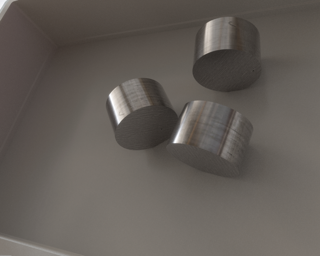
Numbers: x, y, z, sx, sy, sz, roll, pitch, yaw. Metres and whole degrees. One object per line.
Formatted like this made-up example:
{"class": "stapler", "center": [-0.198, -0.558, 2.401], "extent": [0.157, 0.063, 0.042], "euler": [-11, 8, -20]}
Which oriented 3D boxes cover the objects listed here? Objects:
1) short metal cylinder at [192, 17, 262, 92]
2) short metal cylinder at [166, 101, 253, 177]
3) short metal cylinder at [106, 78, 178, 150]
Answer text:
{"class": "short metal cylinder", "center": [0.082, -0.088, 0.381], "extent": [0.080, 0.080, 0.050], "euler": [-7, 59, 25]}
{"class": "short metal cylinder", "center": [0.053, 0.013, 0.334], "extent": [0.080, 0.080, 0.050], "euler": [11, 68, 33]}
{"class": "short metal cylinder", "center": [-0.023, -0.016, 0.393], "extent": [0.080, 0.080, 0.050], "euler": [-31, 52, 9]}
